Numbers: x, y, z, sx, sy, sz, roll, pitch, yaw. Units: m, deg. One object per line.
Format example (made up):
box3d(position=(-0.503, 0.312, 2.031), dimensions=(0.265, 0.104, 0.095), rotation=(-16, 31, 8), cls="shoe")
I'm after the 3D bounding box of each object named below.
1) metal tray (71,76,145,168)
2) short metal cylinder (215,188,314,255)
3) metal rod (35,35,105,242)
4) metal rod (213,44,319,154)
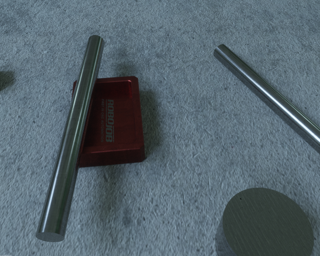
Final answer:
box3d(position=(-0.070, -0.013, 0.409), dimensions=(0.091, 0.030, 0.130), rotation=(-5, 50, -4), cls="metal tray")
box3d(position=(0.097, 0.105, 0.299), dimensions=(0.081, 0.050, 0.080), rotation=(0, 50, 0), cls="short metal cylinder")
box3d(position=(-0.098, -0.016, 0.376), dimensions=(0.025, 0.025, 0.300), rotation=(0, 50, 0), cls="metal rod")
box3d(position=(0.171, -0.027, 0.426), dimensions=(0.025, 0.025, 0.300), rotation=(-23, 54, -18), cls="metal rod")
